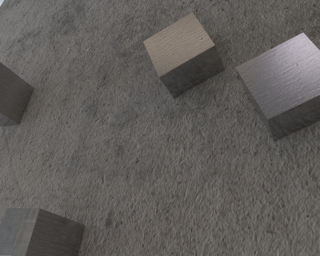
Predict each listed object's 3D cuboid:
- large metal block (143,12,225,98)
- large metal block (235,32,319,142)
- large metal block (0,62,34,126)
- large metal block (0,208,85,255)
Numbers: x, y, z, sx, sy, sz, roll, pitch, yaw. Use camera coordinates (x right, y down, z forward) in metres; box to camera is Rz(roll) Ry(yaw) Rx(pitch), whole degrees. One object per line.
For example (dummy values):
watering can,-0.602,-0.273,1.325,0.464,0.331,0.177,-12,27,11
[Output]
large metal block,0.032,-0.102,0.433,0.080,0.050,0.080,-29,52,10
large metal block,0.142,-0.045,0.341,0.080,0.050,0.080,-27,52,11
large metal block,-0.286,-0.058,0.555,0.050,0.080,0.080,-5,60,26
large metal block,-0.140,0.142,0.355,0.050,0.080,0.080,-7,59,25
